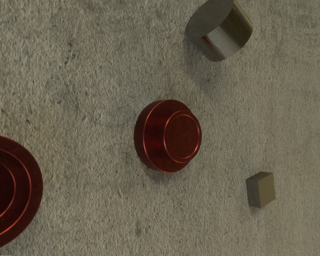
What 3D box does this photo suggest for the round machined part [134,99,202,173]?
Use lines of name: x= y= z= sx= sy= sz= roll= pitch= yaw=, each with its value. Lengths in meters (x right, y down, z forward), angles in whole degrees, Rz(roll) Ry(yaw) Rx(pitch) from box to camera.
round machined part: x=0.018 y=0.011 z=0.411 sx=0.099 sy=0.042 sz=0.097 roll=0 pitch=90 yaw=-40

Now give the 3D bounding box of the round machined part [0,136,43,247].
round machined part: x=-0.156 y=0.053 z=0.263 sx=0.099 sy=0.042 sz=0.097 roll=0 pitch=90 yaw=-40

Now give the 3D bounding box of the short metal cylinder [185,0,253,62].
short metal cylinder: x=0.083 y=-0.142 z=0.441 sx=0.050 sy=0.080 sz=0.080 roll=38 pitch=67 yaw=-34

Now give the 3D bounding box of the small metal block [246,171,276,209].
small metal block: x=0.183 y=0.111 z=0.562 sx=0.050 sy=0.025 sz=0.050 roll=-14 pitch=99 yaw=-39
